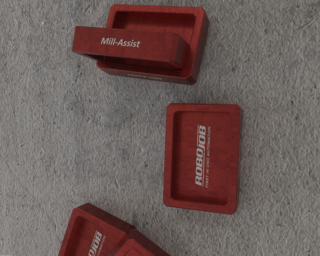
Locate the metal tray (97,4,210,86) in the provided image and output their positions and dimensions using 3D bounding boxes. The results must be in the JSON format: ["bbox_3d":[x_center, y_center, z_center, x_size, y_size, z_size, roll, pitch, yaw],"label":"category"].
[{"bbox_3d":[-0.010,-0.109,0.401,0.130,0.030,0.090,11,85,20],"label":"metal tray"}]

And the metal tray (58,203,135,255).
[{"bbox_3d":[-0.097,0.185,0.440,0.090,0.030,0.129,21,97,18],"label":"metal tray"}]

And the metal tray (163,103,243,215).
[{"bbox_3d":[0.053,0.035,0.387,0.090,0.030,0.129,2,91,20],"label":"metal tray"}]

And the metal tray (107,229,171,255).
[{"bbox_3d":[-0.043,0.207,0.397,0.090,0.030,0.130,40,95,-5],"label":"metal tray"}]

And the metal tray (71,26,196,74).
[{"bbox_3d":[-0.029,-0.094,0.384,0.130,0.090,0.030,10,93,19],"label":"metal tray"}]
